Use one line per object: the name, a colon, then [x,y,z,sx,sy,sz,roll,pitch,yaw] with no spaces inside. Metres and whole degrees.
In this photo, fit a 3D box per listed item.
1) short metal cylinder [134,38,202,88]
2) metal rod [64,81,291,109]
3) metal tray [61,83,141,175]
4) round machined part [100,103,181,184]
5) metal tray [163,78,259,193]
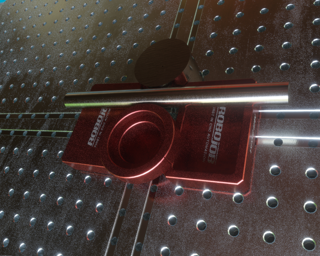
short metal cylinder: [0.012,-0.076,0.427,0.080,0.050,0.080,-13,56,21]
metal rod: [0.000,-0.038,0.387,0.300,0.025,0.025,1,62,28]
metal tray: [-0.075,-0.002,0.439,0.090,0.030,0.130,3,63,29]
round machined part: [-0.020,0.022,0.378,0.098,0.042,0.098,-13,56,21]
metal tray: [0.063,0.005,0.363,0.090,0.030,0.130,1,62,28]
